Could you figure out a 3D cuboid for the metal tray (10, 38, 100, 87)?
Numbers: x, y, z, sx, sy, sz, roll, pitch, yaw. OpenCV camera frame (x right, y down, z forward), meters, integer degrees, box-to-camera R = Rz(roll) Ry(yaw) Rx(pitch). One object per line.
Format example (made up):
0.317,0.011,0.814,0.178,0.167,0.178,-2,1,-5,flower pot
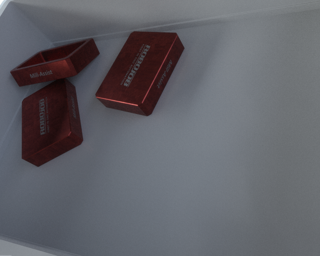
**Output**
-0.183,-0.115,0.543,0.130,0.030,0.090,-5,34,25,metal tray

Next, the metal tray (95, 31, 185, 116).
-0.030,-0.087,0.470,0.090,0.030,0.130,14,68,33,metal tray

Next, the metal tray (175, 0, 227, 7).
0.085,-0.263,0.521,0.090,0.030,0.130,13,68,33,metal tray

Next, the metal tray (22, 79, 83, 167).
-0.177,-0.013,0.501,0.090,0.030,0.130,-27,52,10,metal tray
